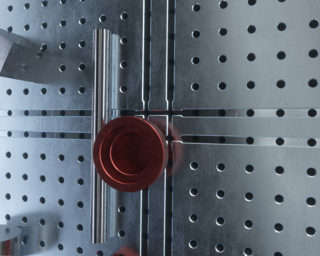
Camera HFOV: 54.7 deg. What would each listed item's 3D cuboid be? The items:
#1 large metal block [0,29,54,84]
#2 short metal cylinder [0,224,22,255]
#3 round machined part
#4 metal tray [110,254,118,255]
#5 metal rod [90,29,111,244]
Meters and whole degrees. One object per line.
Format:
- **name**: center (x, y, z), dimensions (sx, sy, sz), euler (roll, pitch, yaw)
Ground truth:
- **large metal block**: center (-0.225, -0.111, 0.463), dimensions (0.080, 0.080, 0.050), euler (31, 100, 17)
- **short metal cylinder**: center (-0.257, 0.186, 0.474), dimensions (0.080, 0.080, 0.050), euler (4, 91, 20)
- **round machined part**: center (-0.036, 0.033, 0.414), dimensions (0.098, 0.042, 0.097), euler (0, 90, 16)
- **metal tray**: center (-0.041, 0.250, 0.424), dimensions (0.130, 0.030, 0.090), euler (31, 100, 17)
- **metal rod**: center (-0.085, 0.011, 0.442), dimensions (0.025, 0.025, 0.298), euler (1, 90, 20)
